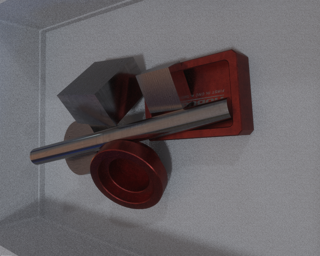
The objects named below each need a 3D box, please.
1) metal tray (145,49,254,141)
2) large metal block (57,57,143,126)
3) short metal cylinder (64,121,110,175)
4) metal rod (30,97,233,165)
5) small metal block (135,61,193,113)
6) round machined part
[{"bbox_3d":[0.040,-0.032,0.366,0.130,0.030,0.089,-6,86,39],"label":"metal tray"},{"bbox_3d":[-0.075,-0.049,0.419,0.080,0.080,0.050,4,135,40],"label":"large metal block"},{"bbox_3d":[-0.101,0.028,0.468,0.080,0.050,0.079,0,90,39],"label":"short metal cylinder"},{"bbox_3d":[-0.055,0.011,0.394,0.300,0.025,0.025,-14,81,27],"label":"metal rod"},{"bbox_3d":[0.005,-0.048,0.371,0.050,0.025,0.050,-6,112,40],"label":"small metal block"},{"bbox_3d":[-0.036,0.055,0.401,0.098,0.042,0.097,11,126,16],"label":"round machined part"}]
